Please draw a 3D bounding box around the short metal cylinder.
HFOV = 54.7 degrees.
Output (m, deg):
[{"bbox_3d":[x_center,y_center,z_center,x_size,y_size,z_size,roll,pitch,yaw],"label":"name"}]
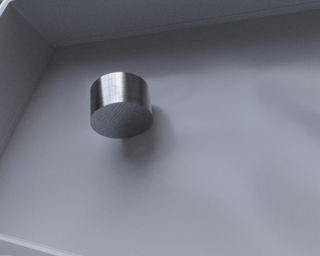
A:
[{"bbox_3d":[-0.052,-0.028,0.414,0.080,0.080,0.050,-20,54,16],"label":"short metal cylinder"}]
